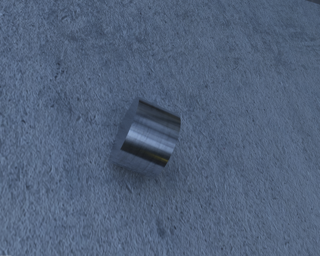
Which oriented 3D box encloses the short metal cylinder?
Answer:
[{"bbox_3d":[-0.018,0.011,0.352,0.050,0.080,0.080,24,53,-14],"label":"short metal cylinder"}]
